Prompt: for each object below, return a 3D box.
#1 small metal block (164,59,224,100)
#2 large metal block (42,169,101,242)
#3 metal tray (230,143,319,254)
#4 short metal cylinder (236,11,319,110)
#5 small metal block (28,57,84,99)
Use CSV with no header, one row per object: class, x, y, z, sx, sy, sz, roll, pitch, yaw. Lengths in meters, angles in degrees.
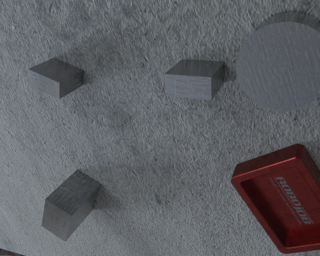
small metal block,0.039,-0.054,0.337,0.050,0.050,0.025,8,122,24
large metal block,-0.152,0.132,0.534,0.050,0.080,0.079,30,128,9
metal tray,0.159,0.090,0.375,0.090,0.030,0.130,-28,104,37
short metal cylinder,0.117,-0.064,0.290,0.080,0.050,0.079,13,124,21
small metal block,-0.141,-0.069,0.422,0.050,0.050,0.025,24,127,13
